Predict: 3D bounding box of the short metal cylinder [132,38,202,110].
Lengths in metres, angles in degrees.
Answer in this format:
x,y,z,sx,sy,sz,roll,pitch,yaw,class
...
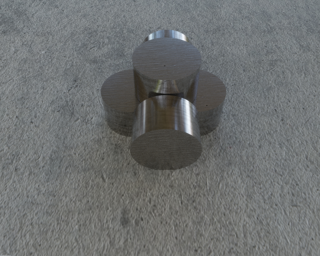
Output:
x,y,z,sx,sy,sz,roll,pitch,yaw,class
0.008,-0.066,0.378,0.081,0.050,0.080,0,50,0,short metal cylinder

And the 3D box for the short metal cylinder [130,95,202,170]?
x,y,z,sx,sy,sz,roll,pitch,yaw,class
0.007,0.007,0.363,0.081,0.080,0.050,0,50,0,short metal cylinder

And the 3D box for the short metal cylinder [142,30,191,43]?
x,y,z,sx,sy,sz,roll,pitch,yaw,class
0.010,-0.093,0.448,0.081,0.080,0.050,0,50,-1,short metal cylinder

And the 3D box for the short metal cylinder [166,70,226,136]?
x,y,z,sx,sy,sz,roll,pitch,yaw,class
0.045,-0.034,0.418,0.081,0.050,0.080,0,50,0,short metal cylinder

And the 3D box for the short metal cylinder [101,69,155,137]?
x,y,z,sx,sy,sz,roll,pitch,yaw,class
-0.035,-0.034,0.416,0.081,0.050,0.080,0,50,0,short metal cylinder
